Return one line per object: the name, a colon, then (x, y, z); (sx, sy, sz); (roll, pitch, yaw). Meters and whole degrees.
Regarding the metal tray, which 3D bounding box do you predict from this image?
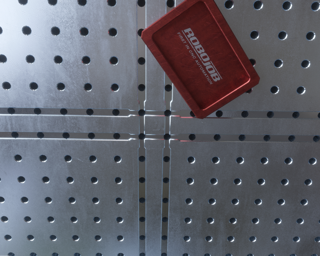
metal tray: (0.050, -0.087, 0.379); (0.090, 0.030, 0.130); (-33, 107, 11)
